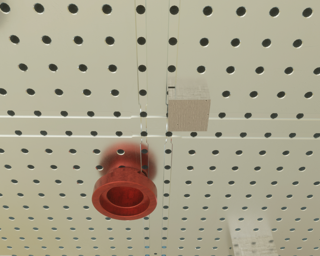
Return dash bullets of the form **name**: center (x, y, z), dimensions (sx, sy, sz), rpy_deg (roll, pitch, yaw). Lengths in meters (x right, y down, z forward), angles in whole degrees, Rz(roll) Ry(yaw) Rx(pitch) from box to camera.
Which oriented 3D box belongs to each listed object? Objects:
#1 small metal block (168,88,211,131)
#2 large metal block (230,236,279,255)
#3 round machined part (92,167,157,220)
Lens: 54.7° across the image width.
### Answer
- **small metal block**: center (0.035, -0.023, 0.393), dimensions (0.050, 0.025, 0.050), rpy_deg (0, 130, 0)
- **large metal block**: center (0.186, 0.263, 0.621), dimensions (0.080, 0.050, 0.080), rpy_deg (-5, 130, 4)
- **round machined part**: center (-0.054, 0.099, 0.484), dimensions (0.099, 0.042, 0.097), rpy_deg (0, 130, 0)
